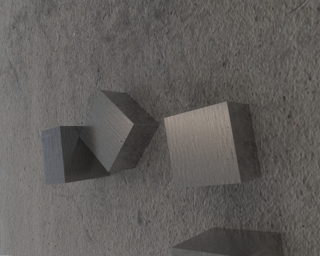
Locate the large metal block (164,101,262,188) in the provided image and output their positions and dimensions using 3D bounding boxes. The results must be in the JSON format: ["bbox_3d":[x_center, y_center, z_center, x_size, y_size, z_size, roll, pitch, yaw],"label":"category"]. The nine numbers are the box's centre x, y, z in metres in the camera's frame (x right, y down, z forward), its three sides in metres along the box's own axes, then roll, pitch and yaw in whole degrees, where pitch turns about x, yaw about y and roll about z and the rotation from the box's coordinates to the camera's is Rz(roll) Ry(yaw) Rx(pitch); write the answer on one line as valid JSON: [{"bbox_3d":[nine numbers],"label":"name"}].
[{"bbox_3d":[0.057,0.020,0.342,0.080,0.050,0.080,-14,81,39],"label":"large metal block"}]

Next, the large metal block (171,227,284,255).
[{"bbox_3d":[0.070,0.138,0.311,0.080,0.081,0.050,-10,84,39],"label":"large metal block"}]

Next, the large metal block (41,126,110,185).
[{"bbox_3d":[-0.128,0.040,0.475,0.050,0.081,0.080,-12,82,40],"label":"large metal block"}]

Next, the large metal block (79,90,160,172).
[{"bbox_3d":[-0.059,0.003,0.438,0.080,0.050,0.080,44,116,31],"label":"large metal block"}]
